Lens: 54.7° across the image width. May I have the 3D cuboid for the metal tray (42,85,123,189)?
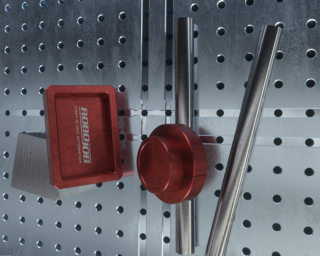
[{"bbox_3d":[-0.102,0.009,0.414,0.030,0.091,0.129,-9,86,61],"label":"metal tray"}]

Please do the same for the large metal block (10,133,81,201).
[{"bbox_3d":[-0.163,0.053,0.455,0.080,0.050,0.079,11,94,19],"label":"large metal block"}]

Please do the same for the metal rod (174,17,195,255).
[{"bbox_3d":[0.032,0.010,0.400,0.025,0.025,0.298,0,90,19],"label":"metal rod"}]

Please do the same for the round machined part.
[{"bbox_3d":[0.007,0.043,0.376,0.098,0.042,0.097,1,91,52],"label":"round machined part"}]

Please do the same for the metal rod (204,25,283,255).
[{"bbox_3d":[0.099,0.028,0.377,0.025,0.025,0.298,14,95,19],"label":"metal rod"}]
